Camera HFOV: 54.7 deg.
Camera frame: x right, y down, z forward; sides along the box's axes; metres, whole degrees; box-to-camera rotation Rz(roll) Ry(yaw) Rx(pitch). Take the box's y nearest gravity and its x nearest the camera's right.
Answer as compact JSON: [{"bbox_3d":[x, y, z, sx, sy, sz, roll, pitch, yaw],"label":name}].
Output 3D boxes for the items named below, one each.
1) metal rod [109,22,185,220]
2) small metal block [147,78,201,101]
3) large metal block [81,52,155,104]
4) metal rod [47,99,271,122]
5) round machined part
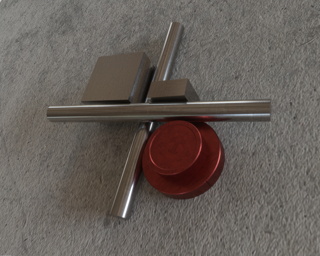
[{"bbox_3d":[-0.011,-0.026,0.426,0.025,0.025,0.300,2,62,29],"label":"metal rod"},{"bbox_3d":[0.019,-0.037,0.401,0.050,0.050,0.025,-1,61,27],"label":"small metal block"},{"bbox_3d":[-0.057,-0.061,0.454,0.080,0.050,0.080,1,62,28],"label":"large metal block"},{"bbox_3d":[-0.018,-0.020,0.394,0.301,0.025,0.025,0,62,23],"label":"metal rod"},{"bbox_3d":[0.022,0.030,0.362,0.098,0.042,0.098,-13,56,20],"label":"round machined part"}]
